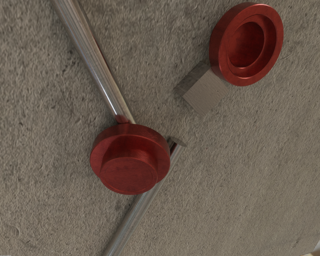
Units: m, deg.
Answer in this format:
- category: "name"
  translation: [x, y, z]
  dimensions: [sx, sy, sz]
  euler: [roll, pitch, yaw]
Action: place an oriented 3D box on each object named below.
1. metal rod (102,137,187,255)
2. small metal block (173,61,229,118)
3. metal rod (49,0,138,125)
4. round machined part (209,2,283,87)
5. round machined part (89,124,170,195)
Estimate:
- category: "metal rod"
  translation: [-0.045, 0.144, 0.471]
  dimensions: [0.025, 0.025, 0.298]
  euler: [19, 109, -36]
- category: "small metal block"
  translation: [0.054, -0.050, 0.406]
  dimensions: [0.050, 0.025, 0.050]
  euler: [-46, 129, 4]
- category: "metal rod"
  translation: [-0.061, -0.055, 0.339]
  dimensions: [0.025, 0.025, 0.299]
  euler: [-30, 129, -9]
- category: "round machined part"
  translation: [0.101, -0.104, 0.384]
  dimensions: [0.099, 0.042, 0.097]
  euler: [-14, 122, -23]
- category: "round machined part"
  translation: [-0.037, 0.045, 0.379]
  dimensions: [0.099, 0.042, 0.097]
  euler: [0, 130, 0]
